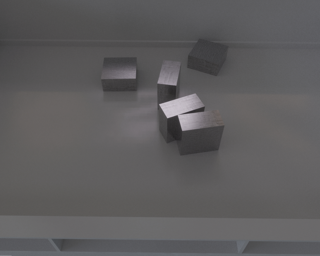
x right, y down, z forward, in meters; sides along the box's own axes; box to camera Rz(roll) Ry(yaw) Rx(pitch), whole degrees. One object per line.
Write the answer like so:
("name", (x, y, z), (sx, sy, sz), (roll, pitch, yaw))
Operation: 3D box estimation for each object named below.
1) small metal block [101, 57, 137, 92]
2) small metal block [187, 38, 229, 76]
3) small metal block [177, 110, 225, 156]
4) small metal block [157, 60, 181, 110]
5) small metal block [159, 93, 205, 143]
("small metal block", (-0.061, -0.082, 0.474), (0.050, 0.025, 0.050), (-1, 50, -1))
("small metal block", (0.078, -0.115, 0.502), (0.050, 0.025, 0.050), (20, 53, 16))
("small metal block", (0.048, 0.007, 0.383), (0.050, 0.050, 0.025), (-8, 51, -6))
("small metal block", (0.013, -0.060, 0.439), (0.025, 0.050, 0.050), (7, 51, 6))
("small metal block", (0.027, -0.012, 0.399), (0.050, 0.050, 0.025), (-18, 53, -15))
